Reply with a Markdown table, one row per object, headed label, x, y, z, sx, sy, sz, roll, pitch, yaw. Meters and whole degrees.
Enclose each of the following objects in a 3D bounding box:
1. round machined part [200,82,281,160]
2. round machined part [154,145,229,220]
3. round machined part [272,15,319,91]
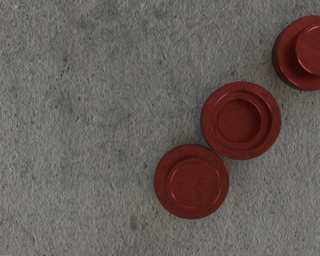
| label | x | y | z | sx | sy | sz | roll | pitch | yaw |
| --- | --- | --- | --- | --- | --- | --- | --- | --- | --- |
| round machined part | 0.101 | -0.009 | 0.402 | 0.099 | 0.042 | 0.097 | 0 | 90 | 0 |
| round machined part | 0.041 | 0.071 | 0.402 | 0.099 | 0.042 | 0.097 | 0 | 90 | 0 |
| round machined part | 0.202 | -0.099 | 0.403 | 0.099 | 0.042 | 0.097 | 0 | 90 | 0 |
